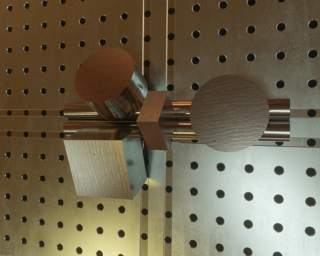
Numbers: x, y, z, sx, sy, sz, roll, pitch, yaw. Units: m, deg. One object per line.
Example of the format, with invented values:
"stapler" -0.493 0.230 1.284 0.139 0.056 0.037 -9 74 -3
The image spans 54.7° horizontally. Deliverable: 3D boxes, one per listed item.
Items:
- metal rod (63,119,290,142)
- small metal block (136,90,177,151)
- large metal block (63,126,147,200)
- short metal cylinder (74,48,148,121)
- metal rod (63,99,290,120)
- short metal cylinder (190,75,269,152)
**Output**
"metal rod" 0.007 0.002 0.406 0.301 0.025 0.025 1 90 19
"small metal block" -0.002 -0.009 0.366 0.025 0.050 0.050 1 48 20
"large metal block" -0.069 0.043 0.405 0.080 0.050 0.079 -1 110 20
"short metal cylinder" -0.062 -0.056 0.402 0.080 0.050 0.080 -7 64 16
"metal rod" 0.007 -0.023 0.406 0.301 0.025 0.025 1 90 19
"short metal cylinder" 0.078 -0.015 0.341 0.080 0.050 0.079 0 90 20
